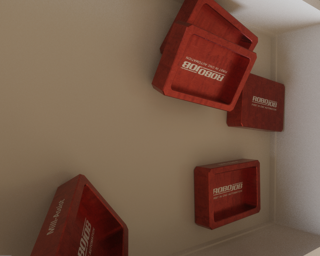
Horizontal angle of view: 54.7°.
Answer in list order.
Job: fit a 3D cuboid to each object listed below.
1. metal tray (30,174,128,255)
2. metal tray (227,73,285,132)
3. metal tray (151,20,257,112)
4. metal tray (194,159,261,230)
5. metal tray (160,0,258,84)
[{"bbox_3d":[-0.067,0.111,0.285,0.030,0.130,0.090,-32,111,7],"label":"metal tray"},{"bbox_3d":[0.172,-0.042,0.547,0.131,0.030,0.089,6,86,-40],"label":"metal tray"},{"bbox_3d":[0.062,-0.078,0.416,0.131,0.030,0.089,10,109,-36],"label":"metal tray"},{"bbox_3d":[0.111,0.101,0.496,0.131,0.030,0.089,-2,92,-40],"label":"metal tray"},{"bbox_3d":[0.073,-0.118,0.441,0.131,0.030,0.090,21,102,-38],"label":"metal tray"}]
